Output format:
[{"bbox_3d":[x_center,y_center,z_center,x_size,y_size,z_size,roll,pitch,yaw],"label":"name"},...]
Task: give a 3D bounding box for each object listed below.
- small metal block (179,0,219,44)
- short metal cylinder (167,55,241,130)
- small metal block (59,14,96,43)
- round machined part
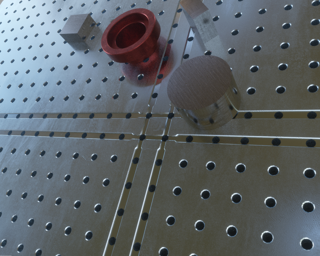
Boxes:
[{"bbox_3d":[0.058,-0.162,0.460,0.025,0.050,0.050,-32,52,8],"label":"small metal block"},{"bbox_3d":[0.056,-0.044,0.389,0.080,0.050,0.080,-13,56,20],"label":"short metal cylinder"},{"bbox_3d":[-0.162,-0.197,0.611,0.050,0.025,0.050,9,66,31],"label":"small metal block"},{"bbox_3d":[-0.043,-0.145,0.507,0.098,0.042,0.098,-13,56,20],"label":"round machined part"}]
